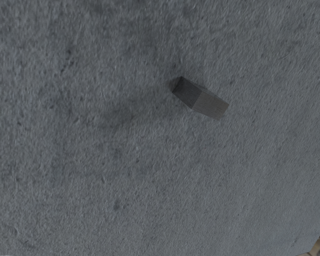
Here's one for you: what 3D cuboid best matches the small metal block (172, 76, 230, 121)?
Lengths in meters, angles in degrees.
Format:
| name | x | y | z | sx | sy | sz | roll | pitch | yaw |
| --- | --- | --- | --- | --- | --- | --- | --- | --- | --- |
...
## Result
| name | x | y | z | sx | sy | sz | roll | pitch | yaw |
| --- | --- | --- | --- | --- | --- | --- | --- | --- | --- |
| small metal block | 0.052 | -0.038 | 0.397 | 0.050 | 0.050 | 0.025 | 20 | 108 | -36 |
